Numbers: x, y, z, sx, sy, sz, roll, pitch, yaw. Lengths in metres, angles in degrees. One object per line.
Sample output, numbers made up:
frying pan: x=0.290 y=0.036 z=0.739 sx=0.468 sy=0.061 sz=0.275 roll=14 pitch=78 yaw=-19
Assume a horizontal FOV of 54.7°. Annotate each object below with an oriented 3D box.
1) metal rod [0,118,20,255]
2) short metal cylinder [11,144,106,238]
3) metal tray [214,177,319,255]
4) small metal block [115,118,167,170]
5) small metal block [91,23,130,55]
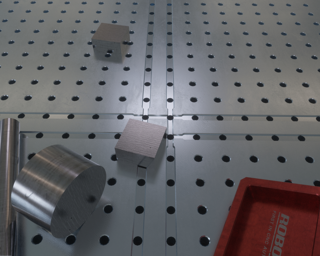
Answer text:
metal rod: x=-0.159 y=0.106 z=0.317 sx=0.025 sy=0.025 sz=0.300 roll=-12 pitch=51 yaw=-10
short metal cylinder: x=-0.100 y=0.063 z=0.318 sx=0.050 sy=0.080 sz=0.080 roll=25 pitch=54 yaw=19
metal tray: x=0.105 y=0.110 z=0.289 sx=0.090 sy=0.030 sz=0.130 roll=3 pitch=45 yaw=34
small metal block: x=-0.023 y=0.019 z=0.391 sx=0.050 sy=0.025 sz=0.050 roll=14 pitch=51 yaw=11
small metal block: x=-0.084 y=-0.155 z=0.537 sx=0.050 sy=0.025 sz=0.050 roll=10 pitch=51 yaw=8
